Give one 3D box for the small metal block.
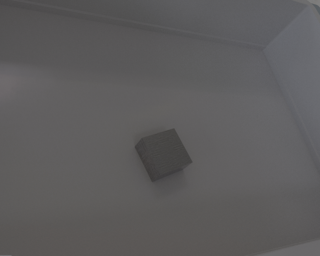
[{"bbox_3d":[0.004,0.033,0.387,0.050,0.025,0.050,-16,70,-34],"label":"small metal block"}]
